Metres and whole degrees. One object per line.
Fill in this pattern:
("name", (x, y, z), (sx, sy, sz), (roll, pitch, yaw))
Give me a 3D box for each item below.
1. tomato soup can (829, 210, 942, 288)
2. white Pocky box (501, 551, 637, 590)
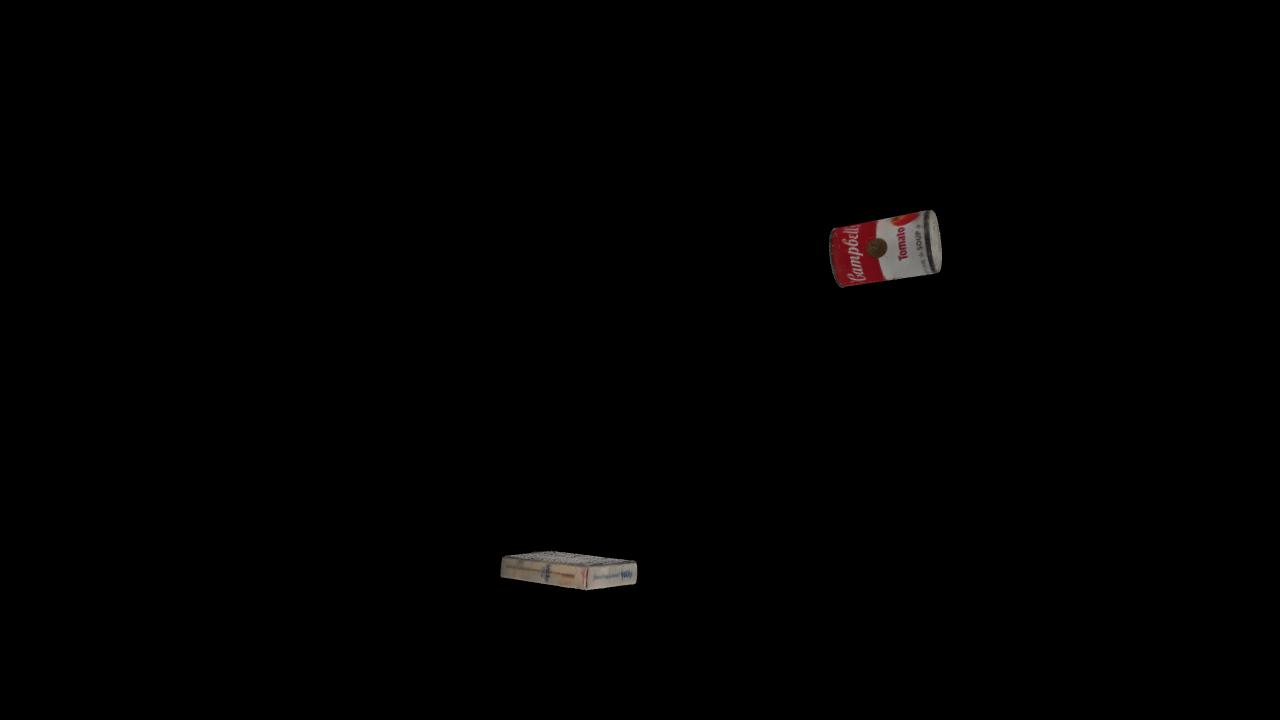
("tomato soup can", (0.263, -0.117, 0.659), (0.101, 0.068, 0.068), (-5, -3, 34))
("white Pocky box", (-0.087, 0.248, 0.733), (0.154, 0.028, 0.084), (-9, -16, 40))
